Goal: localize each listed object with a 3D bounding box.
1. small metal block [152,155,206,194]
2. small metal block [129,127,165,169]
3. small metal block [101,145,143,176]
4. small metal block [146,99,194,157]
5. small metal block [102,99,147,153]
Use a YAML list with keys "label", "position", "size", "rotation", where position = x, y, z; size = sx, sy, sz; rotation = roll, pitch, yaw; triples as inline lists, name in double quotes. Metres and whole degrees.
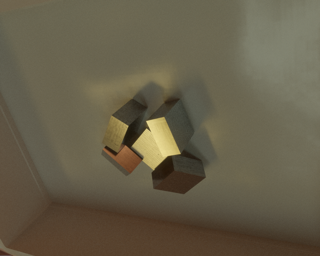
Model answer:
- label: "small metal block"
  position: [0.024, 0.063, 0.415]
  size: [0.050, 0.025, 0.050]
  rotation: [16, 135, -29]
- label: "small metal block"
  position: [-0.006, 0.025, 0.423]
  size: [0.050, 0.025, 0.050]
  rotation: [41, 129, 0]
- label: "small metal block"
  position: [-0.056, 0.042, 0.445]
  size: [0.050, 0.025, 0.050]
  rotation: [41, 162, -1]
- label: "small metal block"
  position: [0.014, -0.001, 0.381]
  size: [0.025, 0.050, 0.050]
  rotation: [-12, 112, 32]
- label: "small metal block"
  position: [-0.047, -0.003, 0.411]
  size: [0.025, 0.050, 0.050]
  rotation: [32, 128, 7]
